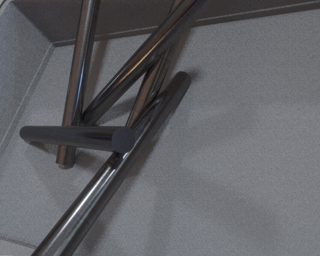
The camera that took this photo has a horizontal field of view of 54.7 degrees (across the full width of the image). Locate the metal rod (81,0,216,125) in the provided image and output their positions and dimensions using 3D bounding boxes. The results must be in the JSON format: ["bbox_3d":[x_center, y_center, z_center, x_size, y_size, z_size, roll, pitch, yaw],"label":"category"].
[{"bbox_3d":[-0.026,-0.078,0.376,0.299,0.025,0.025,-38,45,40],"label":"metal rod"}]

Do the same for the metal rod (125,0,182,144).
[{"bbox_3d":[0.009,-0.104,0.383,0.025,0.025,0.298,31,104,37],"label":"metal rod"}]

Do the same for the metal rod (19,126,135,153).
[{"bbox_3d":[-0.127,0.010,0.399,0.300,0.025,0.025,1,60,51],"label":"metal rod"}]

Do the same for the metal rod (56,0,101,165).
[{"bbox_3d":[-0.112,-0.095,0.441,0.025,0.025,0.298,12,93,32],"label":"metal rod"}]

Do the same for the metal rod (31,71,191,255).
[{"bbox_3d":[-0.029,0.020,0.326,0.025,0.025,0.301,2,36,29],"label":"metal rod"}]
